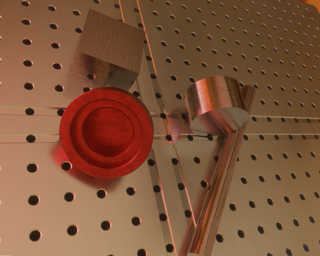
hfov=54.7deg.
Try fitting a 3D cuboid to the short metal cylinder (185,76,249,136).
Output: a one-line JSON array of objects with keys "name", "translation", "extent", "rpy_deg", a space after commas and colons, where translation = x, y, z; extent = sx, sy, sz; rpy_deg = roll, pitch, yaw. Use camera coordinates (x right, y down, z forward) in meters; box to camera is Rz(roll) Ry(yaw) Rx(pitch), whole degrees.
[{"name": "short metal cylinder", "translation": [0.078, -0.029, 0.434], "extent": [0.081, 0.080, 0.050], "rpy_deg": [6, 59, -25]}]

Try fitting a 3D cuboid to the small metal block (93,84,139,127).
[{"name": "small metal block", "translation": [-0.061, -0.019, 0.388], "extent": [0.050, 0.025, 0.050], "rpy_deg": [35, 51, -6]}]

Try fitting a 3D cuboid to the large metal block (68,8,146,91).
[{"name": "large metal block", "translation": [-0.070, -0.101, 0.417], "extent": [0.081, 0.050, 0.080], "rpy_deg": [18, 55, -19]}]

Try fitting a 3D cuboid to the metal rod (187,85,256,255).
[{"name": "metal rod", "translation": [0.097, 0.041, 0.437], "extent": [0.025, 0.025, 0.301], "rpy_deg": [33, 51, -7]}]

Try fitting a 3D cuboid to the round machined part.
[{"name": "round machined part", "translation": [-0.056, 0.003, 0.343], "extent": [0.098, 0.098, 0.042], "rpy_deg": [34, 12, -7]}]
